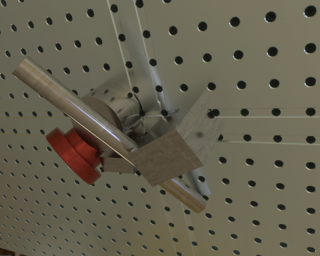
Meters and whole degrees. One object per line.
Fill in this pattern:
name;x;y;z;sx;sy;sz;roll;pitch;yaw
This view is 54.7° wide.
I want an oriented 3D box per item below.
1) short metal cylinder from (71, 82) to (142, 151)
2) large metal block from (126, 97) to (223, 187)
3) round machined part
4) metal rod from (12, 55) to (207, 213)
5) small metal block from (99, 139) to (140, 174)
short metal cylinder;-0.073;-0.016;0.422;0.080;0.050;0.079;13;124;20
large metal block;0.020;0.017;0.375;0.080;0.080;0.050;-30;102;37
round machined part;-0.119;0.035;0.461;0.098;0.042;0.098;46;169;12
metal rod;-0.043;0.023;0.386;0.025;0.025;0.300;-27;123;37
small metal block;-0.050;0.039;0.444;0.050;0.050;0.025;1;119;27
